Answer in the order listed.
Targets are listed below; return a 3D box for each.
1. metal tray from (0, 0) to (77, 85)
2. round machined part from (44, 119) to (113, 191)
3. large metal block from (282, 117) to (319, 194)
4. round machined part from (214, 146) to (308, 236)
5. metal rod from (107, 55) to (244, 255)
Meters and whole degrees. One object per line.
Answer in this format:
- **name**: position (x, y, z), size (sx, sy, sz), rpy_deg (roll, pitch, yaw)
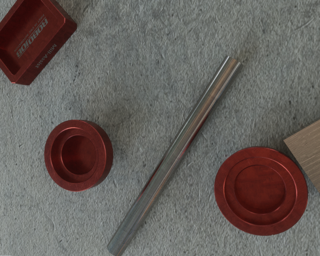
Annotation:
- **metal tray**: position (-0.200, -0.141, 0.474), size (0.130, 0.030, 0.090), rpy_deg (-44, 77, 14)
- **round machined part**: position (-0.109, 0.037, 0.437), size (0.098, 0.042, 0.097), rpy_deg (0, 90, 19)
- **large metal block**: position (0.190, 0.025, 0.329), size (0.080, 0.050, 0.080), rpy_deg (-34, 79, 16)
- **round machined part**: position (0.116, 0.070, 0.359), size (0.098, 0.042, 0.097), rpy_deg (0, 90, 19)
- **metal rod**: position (0.014, 0.044, 0.403), size (0.025, 0.025, 0.299), rpy_deg (34, 101, 16)
